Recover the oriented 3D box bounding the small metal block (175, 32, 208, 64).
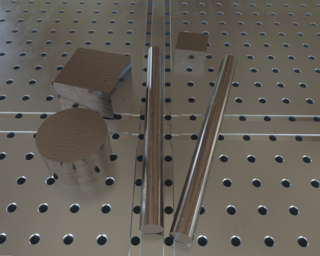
[{"bbox_3d":[0.053,-0.135,0.522,0.050,0.025,0.050,7,50,5],"label":"small metal block"}]

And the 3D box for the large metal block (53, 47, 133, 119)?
[{"bbox_3d":[-0.092,-0.066,0.446,0.080,0.050,0.080,12,51,9],"label":"large metal block"}]

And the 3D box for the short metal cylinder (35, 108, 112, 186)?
[{"bbox_3d":[-0.100,0.022,0.372,0.081,0.050,0.080,0,50,0],"label":"short metal cylinder"}]

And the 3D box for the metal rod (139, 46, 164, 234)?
[{"bbox_3d":[-0.008,-0.010,0.416,0.025,0.025,0.300,0,50,0],"label":"metal rod"}]

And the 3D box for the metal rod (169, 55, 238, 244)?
[{"bbox_3d":[0.067,0.002,0.406,0.025,0.025,0.300,14,51,11],"label":"metal rod"}]
